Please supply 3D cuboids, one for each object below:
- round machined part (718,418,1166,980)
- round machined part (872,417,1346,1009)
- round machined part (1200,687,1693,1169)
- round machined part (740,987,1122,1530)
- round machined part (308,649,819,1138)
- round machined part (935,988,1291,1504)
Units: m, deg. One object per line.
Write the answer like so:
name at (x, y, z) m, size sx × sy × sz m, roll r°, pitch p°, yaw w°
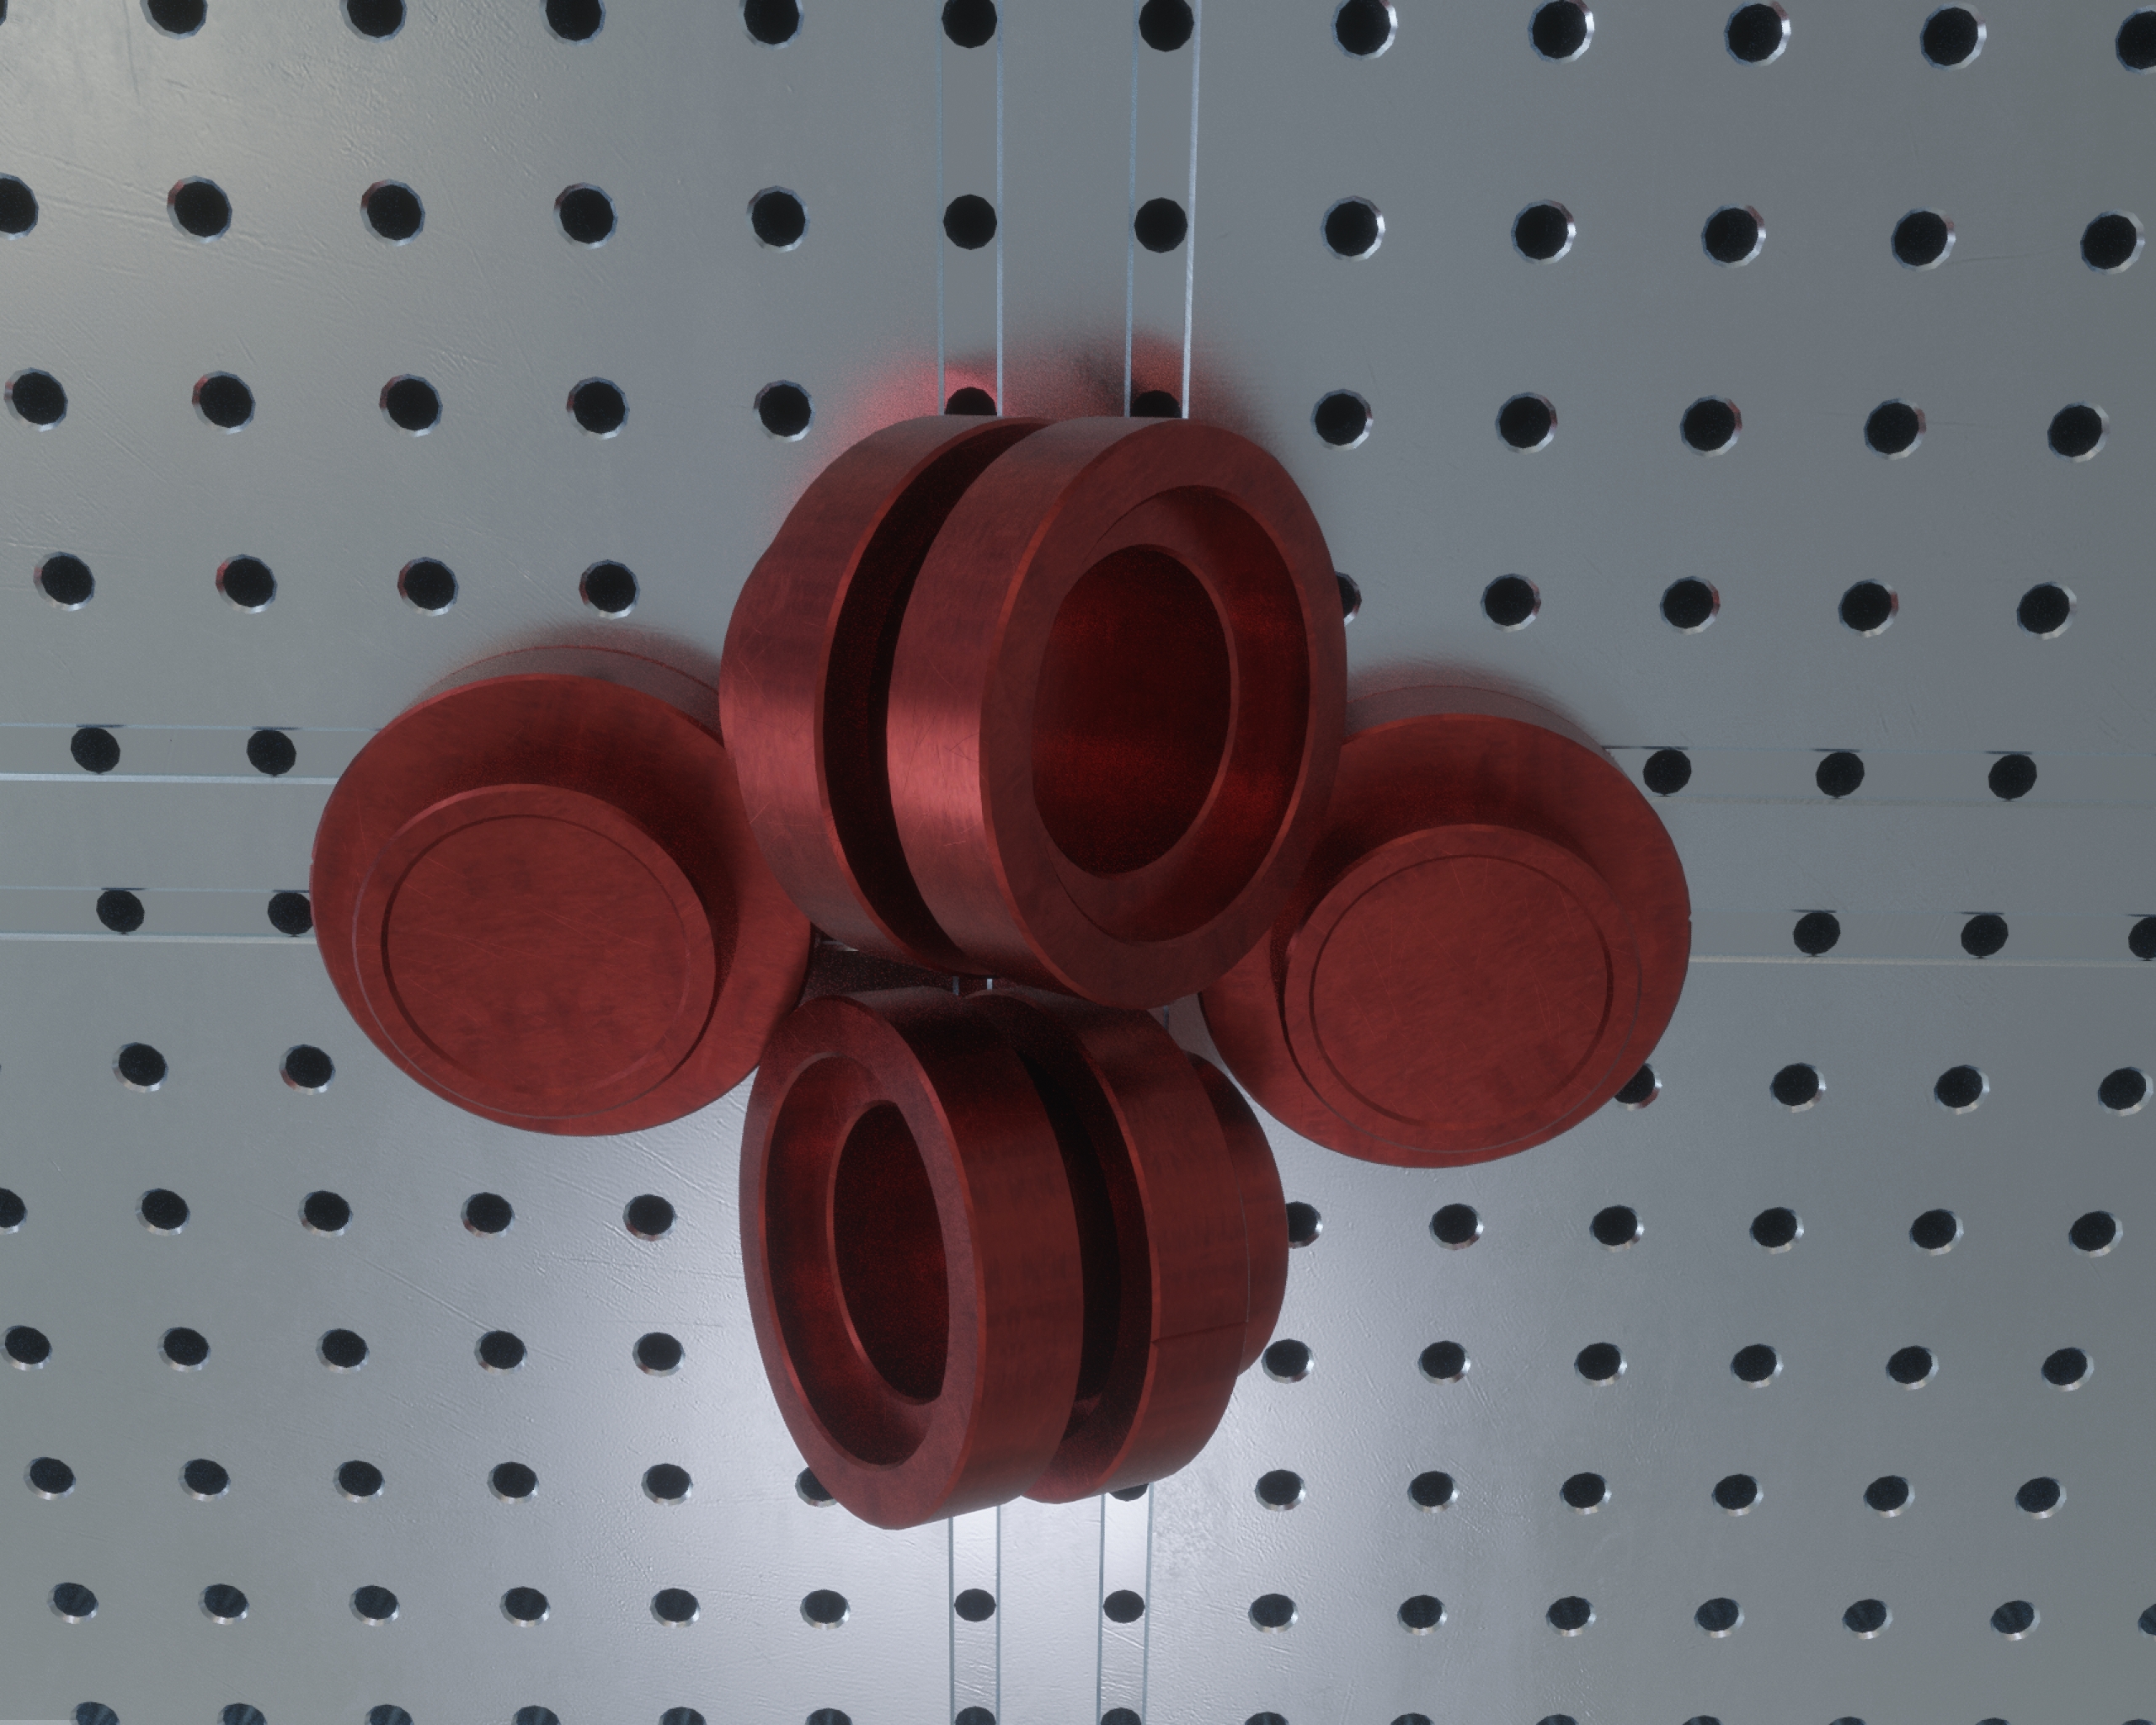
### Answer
round machined part at (-0.025, -0.031, 0.375) m, size 0.042 × 0.099 × 0.097 m, roll 11°, pitch 116°, yaw 39°
round machined part at (0.002, -0.027, 0.357) m, size 0.042 × 0.099 × 0.097 m, roll 11°, pitch 116°, yaw 39°
round machined part at (0.072, 0.018, 0.411) m, size 0.099 × 0.042 × 0.097 m, roll 0°, pitch 110°, yaw 0°
round machined part at (-0.025, 0.072, 0.396) m, size 0.042 × 0.098 × 0.097 m, roll -3°, pitch 114°, yaw -33°
round machined part at (-0.101, 0.011, 0.407) m, size 0.099 × 0.042 × 0.097 m, roll 0°, pitch 110°, yaw 0°
round machined part at (0.005, 0.072, 0.411) m, size 0.042 × 0.098 × 0.097 m, roll -3°, pitch 114°, yaw -33°
